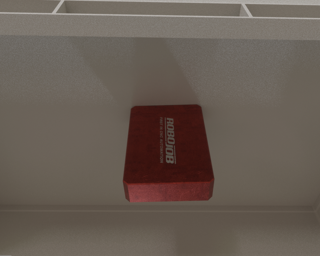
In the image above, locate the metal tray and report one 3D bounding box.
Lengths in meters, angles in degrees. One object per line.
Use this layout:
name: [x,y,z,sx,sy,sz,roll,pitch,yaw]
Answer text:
metal tray: [0.009,0.023,0.360,0.091,0.130,0.030,-1,130,1]
